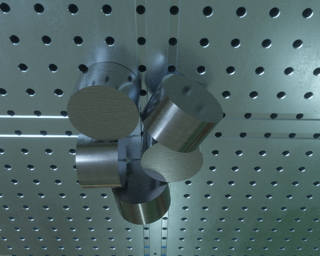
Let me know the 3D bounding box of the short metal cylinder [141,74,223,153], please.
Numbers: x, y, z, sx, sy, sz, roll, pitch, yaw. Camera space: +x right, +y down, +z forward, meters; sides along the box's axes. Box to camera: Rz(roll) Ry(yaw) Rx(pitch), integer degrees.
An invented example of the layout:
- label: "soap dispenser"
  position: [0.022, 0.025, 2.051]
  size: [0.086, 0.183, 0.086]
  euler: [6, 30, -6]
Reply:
- label: "short metal cylinder"
  position: [0.025, -0.018, 0.361]
  size: [0.080, 0.080, 0.050]
  euler: [22, 126, -18]

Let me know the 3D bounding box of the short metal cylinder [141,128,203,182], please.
- label: "short metal cylinder"
  position: [0.016, 0.029, 0.420]
  size: [0.081, 0.050, 0.079]
  euler: [-1, 131, 0]

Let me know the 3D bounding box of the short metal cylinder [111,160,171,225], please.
- label: "short metal cylinder"
  position: [-0.026, 0.093, 0.453]
  size: [0.080, 0.080, 0.050]
  euler: [-5, 130, 4]

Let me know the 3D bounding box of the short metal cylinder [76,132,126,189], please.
- label: "short metal cylinder"
  position: [-0.075, 0.039, 0.409]
  size: [0.050, 0.080, 0.079]
  euler: [-2, 130, 1]

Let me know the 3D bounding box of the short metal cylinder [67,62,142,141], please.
- label: "short metal cylinder"
  position: [-0.064, -0.031, 0.368]
  size: [0.080, 0.050, 0.079]
  euler: [0, 131, 1]
